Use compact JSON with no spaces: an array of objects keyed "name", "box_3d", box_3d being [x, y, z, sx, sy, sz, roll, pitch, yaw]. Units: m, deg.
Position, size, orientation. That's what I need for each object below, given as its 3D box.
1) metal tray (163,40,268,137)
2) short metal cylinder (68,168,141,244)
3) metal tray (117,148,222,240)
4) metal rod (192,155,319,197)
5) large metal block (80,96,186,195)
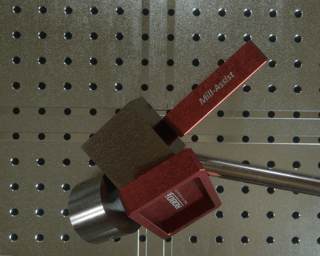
[{"name":"metal tray","box_3d":[0.061,-0.043,0.381,0.130,0.090,0.030,-42,90,0]},{"name":"short metal cylinder","box_3d":[-0.063,0.095,0.379,0.050,0.080,0.080,-26,90,25]},{"name":"metal tray","box_3d":[0.018,0.083,0.364,0.090,0.130,0.030,-32,55,0]},{"name":"metal rod","box_3d":[0.151,0.068,0.414,0.302,0.025,0.025,11,90,0]},{"name":"large metal block","box_3d":[-0.030,0.021,0.366,0.080,0.050,0.080,-41,92,18]}]
